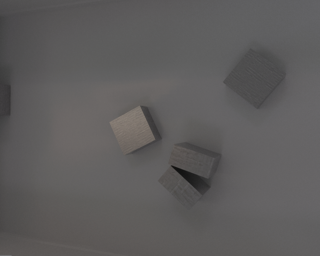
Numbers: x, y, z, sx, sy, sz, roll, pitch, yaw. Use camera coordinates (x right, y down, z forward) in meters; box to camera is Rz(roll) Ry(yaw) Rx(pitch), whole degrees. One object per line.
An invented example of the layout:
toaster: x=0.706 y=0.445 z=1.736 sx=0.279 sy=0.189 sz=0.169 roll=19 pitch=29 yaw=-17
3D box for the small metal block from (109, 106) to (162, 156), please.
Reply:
small metal block: x=-0.033 y=0.004 z=0.422 sx=0.050 sy=0.025 sz=0.050 roll=-27 pitch=81 yaw=18

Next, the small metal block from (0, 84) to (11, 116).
small metal block: x=-0.267 y=-0.046 z=0.492 sx=0.025 sy=0.050 sz=0.050 roll=1 pitch=90 yaw=20

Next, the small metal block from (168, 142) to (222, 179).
small metal block: x=0.044 y=0.038 z=0.381 sx=0.050 sy=0.050 sz=0.025 roll=18 pitch=96 yaw=19

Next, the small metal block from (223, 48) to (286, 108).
small metal block: x=0.113 y=-0.058 z=0.371 sx=0.050 sy=0.025 sz=0.050 roll=42 pitch=103 yaw=15

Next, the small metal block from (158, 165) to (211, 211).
small metal block: x=0.031 y=0.070 z=0.386 sx=0.050 sy=0.050 sz=0.025 roll=42 pitch=103 yaw=15
